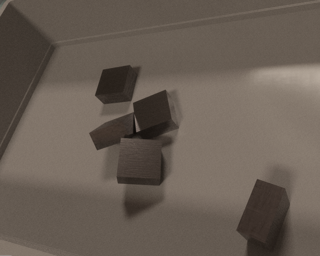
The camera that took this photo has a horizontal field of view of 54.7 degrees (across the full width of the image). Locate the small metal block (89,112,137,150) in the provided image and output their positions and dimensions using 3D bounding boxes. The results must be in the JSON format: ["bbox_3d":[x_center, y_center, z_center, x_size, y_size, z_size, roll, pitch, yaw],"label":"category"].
[{"bbox_3d":[-0.057,0.003,0.414,0.050,0.025,0.050,-19,11,19],"label":"small metal block"}]

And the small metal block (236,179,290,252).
[{"bbox_3d":[0.098,0.082,0.288,0.025,0.050,0.050,17,70,34],"label":"small metal block"}]

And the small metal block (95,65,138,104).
[{"bbox_3d":[-0.067,-0.067,0.480,0.050,0.025,0.050,-4,60,26],"label":"small metal block"}]

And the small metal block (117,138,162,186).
[{"bbox_3d":[-0.024,0.041,0.378,0.050,0.025,0.050,4,61,-2],"label":"small metal block"}]

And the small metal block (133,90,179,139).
[{"bbox_3d":[-0.006,-0.017,0.418,0.050,0.025,0.050,-21,54,15],"label":"small metal block"}]
